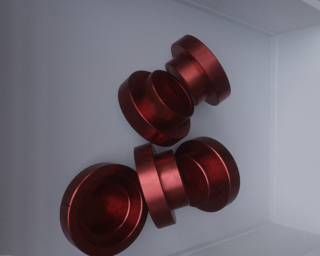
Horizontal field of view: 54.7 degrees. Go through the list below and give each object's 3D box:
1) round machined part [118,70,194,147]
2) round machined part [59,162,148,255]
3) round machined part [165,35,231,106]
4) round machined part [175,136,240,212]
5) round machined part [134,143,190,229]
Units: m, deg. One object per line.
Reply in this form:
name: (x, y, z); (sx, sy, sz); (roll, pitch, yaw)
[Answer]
round machined part: (0.003, -0.030, 0.368); (0.098, 0.042, 0.098); (31, 38, -28)
round machined part: (-0.064, 0.087, 0.342); (0.099, 0.042, 0.097); (0, 91, -40)
round machined part: (0.043, -0.067, 0.402); (0.042, 0.098, 0.098); (-37, 116, -5)
round machined part: (0.050, 0.063, 0.401); (0.042, 0.098, 0.097); (-16, 101, -39)
round machined part: (0.005, 0.063, 0.361); (0.042, 0.098, 0.097); (-18, 105, 1)
